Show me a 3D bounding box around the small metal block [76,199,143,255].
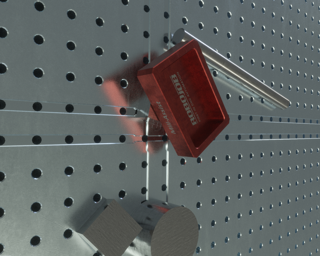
[{"bbox_3d":[-0.057,0.117,0.355,0.050,0.025,0.050,49,60,-12],"label":"small metal block"}]

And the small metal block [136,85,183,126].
[{"bbox_3d":[0.000,-0.031,0.411,0.050,0.025,0.050,18,79,-39],"label":"small metal block"}]

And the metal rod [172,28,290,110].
[{"bbox_3d":[0.137,-0.088,0.526,0.302,0.025,0.025,20,78,-39],"label":"metal rod"}]

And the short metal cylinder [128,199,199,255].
[{"bbox_3d":[0.004,0.136,0.398,0.081,0.050,0.079,0,90,-40],"label":"short metal cylinder"}]

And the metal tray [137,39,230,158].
[{"bbox_3d":[0.036,-0.037,0.405,0.090,0.030,0.130,-42,116,-32],"label":"metal tray"}]
